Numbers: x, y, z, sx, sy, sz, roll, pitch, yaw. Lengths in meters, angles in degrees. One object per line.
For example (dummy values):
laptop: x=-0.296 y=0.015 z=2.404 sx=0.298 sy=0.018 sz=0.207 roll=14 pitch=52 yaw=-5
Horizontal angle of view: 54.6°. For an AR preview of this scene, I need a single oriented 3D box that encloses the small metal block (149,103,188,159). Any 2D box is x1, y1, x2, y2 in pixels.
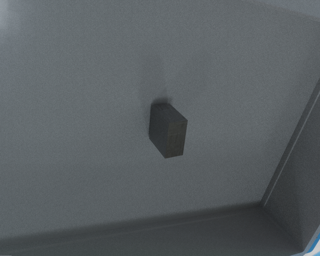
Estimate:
small metal block: x=0.009 y=0.003 z=0.394 sx=0.025 sy=0.050 sz=0.050 roll=-9 pitch=122 yaw=-24
